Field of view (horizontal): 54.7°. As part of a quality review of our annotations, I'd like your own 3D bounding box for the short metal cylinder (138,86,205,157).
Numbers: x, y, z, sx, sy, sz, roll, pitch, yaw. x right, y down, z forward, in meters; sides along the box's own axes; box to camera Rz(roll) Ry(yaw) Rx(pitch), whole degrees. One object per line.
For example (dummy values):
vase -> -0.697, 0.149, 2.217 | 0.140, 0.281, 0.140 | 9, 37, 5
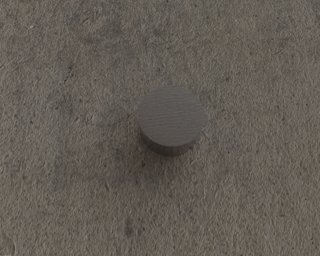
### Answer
short metal cylinder -> 0.014, -0.008, 0.399 | 0.081, 0.050, 0.080 | 0, 70, 0
